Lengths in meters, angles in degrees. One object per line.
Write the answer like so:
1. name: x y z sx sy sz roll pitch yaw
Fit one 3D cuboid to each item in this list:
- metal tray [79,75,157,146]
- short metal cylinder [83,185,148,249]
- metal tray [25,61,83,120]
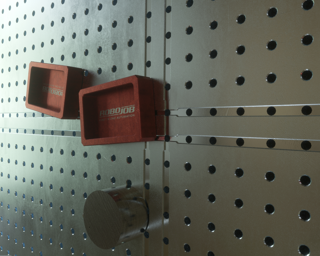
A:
1. metal tray: -0.067 -0.021 0.458 0.130 0.030 0.089 -6 86 39
2. short metal cylinder: -0.064 0.125 0.444 0.080 0.050 0.079 0 90 39
3. metal tray: -0.196 -0.070 0.563 0.130 0.030 0.089 15 99 38
